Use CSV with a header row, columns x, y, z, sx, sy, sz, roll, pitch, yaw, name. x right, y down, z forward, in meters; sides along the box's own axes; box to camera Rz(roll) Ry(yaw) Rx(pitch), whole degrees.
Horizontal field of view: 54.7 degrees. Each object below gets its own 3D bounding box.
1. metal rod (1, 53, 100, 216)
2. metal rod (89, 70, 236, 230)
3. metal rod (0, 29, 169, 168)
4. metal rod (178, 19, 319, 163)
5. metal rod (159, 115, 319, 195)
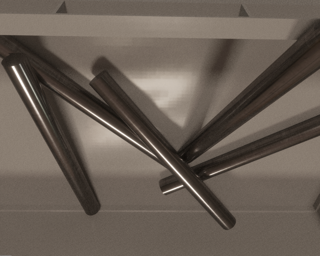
x,y,z,sx,sy,sz,roll,pitch,yaw,name
-0.131,0.034,0.417,0.025,0.025,0.298,-5,136,4,metal rod
0.017,0.044,0.420,0.025,0.025,0.300,-30,116,23,metal rod
-0.074,-0.019,0.391,0.301,0.025,0.025,37,121,-27,metal rod
0.075,-0.013,0.311,0.025,0.025,0.299,12,157,-11,metal rod
0.134,0.034,0.439,0.300,0.025,0.025,-25,126,19,metal rod
